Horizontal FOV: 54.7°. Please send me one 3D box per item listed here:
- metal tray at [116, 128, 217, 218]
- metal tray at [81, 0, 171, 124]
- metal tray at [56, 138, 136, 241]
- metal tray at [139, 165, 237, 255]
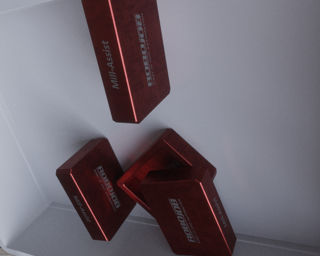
[{"bbox_3d":[0.005,0.071,0.444,0.090,0.030,0.129,42,129,-2],"label":"metal tray"},{"bbox_3d":[-0.028,-0.081,0.330,0.030,0.090,0.129,4,120,26],"label":"metal tray"},{"bbox_3d":[-0.090,0.092,0.468,0.030,0.090,0.129,-8,115,31],"label":"metal tray"},{"bbox_3d":[0.039,0.115,0.416,0.090,0.030,0.129,-11,114,32],"label":"metal tray"}]
